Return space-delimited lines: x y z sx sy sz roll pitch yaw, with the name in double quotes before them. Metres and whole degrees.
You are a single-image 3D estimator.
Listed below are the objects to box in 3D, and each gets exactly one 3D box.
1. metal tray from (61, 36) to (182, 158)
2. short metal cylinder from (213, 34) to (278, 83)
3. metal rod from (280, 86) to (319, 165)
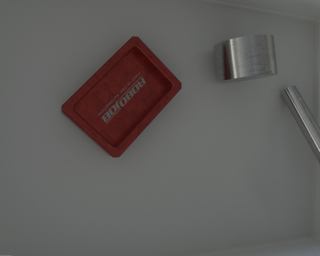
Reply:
"metal tray" -0.046 -0.039 0.391 0.090 0.030 0.130 45 76 -15
"short metal cylinder" 0.117 -0.093 0.426 0.081 0.080 0.050 -9 93 -20
"metal rod" 0.252 0.071 0.438 0.025 0.025 0.299 -13 69 -20
